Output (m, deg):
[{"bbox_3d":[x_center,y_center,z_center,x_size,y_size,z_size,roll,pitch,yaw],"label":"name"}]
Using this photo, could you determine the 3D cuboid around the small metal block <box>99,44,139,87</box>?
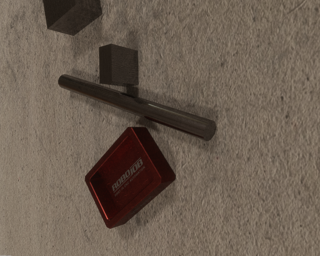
[{"bbox_3d":[-0.057,-0.086,0.433,0.025,0.050,0.050,-2,89,40],"label":"small metal block"}]

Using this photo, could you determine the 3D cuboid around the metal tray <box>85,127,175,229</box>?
[{"bbox_3d":[-0.048,0.071,0.438,0.129,0.030,0.090,-46,63,29],"label":"metal tray"}]

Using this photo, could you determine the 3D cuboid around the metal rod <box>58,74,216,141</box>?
[{"bbox_3d":[-0.054,-0.039,0.447,0.300,0.025,0.025,21,103,37],"label":"metal rod"}]

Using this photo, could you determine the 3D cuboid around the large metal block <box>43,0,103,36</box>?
[{"bbox_3d":[-0.146,-0.210,0.506,0.080,0.050,0.080,-19,78,38],"label":"large metal block"}]
